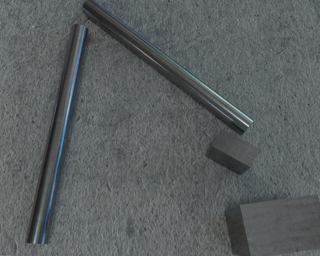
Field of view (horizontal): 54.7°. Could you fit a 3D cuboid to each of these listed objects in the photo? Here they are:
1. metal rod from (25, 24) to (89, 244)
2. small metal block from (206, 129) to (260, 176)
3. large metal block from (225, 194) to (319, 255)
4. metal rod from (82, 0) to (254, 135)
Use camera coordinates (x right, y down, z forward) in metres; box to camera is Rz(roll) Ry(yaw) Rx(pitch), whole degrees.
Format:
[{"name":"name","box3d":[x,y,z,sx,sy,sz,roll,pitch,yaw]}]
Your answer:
[{"name":"metal rod","box3d":[-0.131,-0.007,0.409,0.025,0.025,0.299,4,70,1]},{"name":"small metal block","box3d":[0.088,0.031,0.384,0.050,0.050,0.025,29,73,10]},{"name":"large metal block","box3d":[0.123,0.108,0.340,0.081,0.080,0.050,-7,70,-3]},{"name":"metal rod","box3d":[0.003,-0.093,0.442,0.300,0.025,0.025,39,75,13]}]
